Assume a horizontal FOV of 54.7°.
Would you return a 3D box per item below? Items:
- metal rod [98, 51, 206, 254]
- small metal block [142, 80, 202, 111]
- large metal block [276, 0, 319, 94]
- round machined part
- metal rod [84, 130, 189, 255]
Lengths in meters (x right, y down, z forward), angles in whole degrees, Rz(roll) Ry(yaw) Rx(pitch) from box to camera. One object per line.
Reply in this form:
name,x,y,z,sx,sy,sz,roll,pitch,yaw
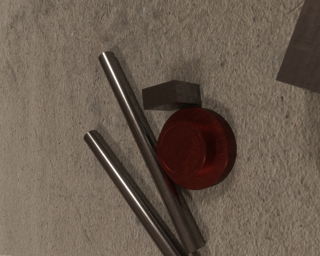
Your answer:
metal rod,-0.019,0.018,0.418,0.025,0.025,0.299,-40,66,33
small metal block,0.014,-0.038,0.375,0.050,0.050,0.025,-10,84,39
large metal block,0.145,-0.066,0.249,0.050,0.081,0.079,26,106,37
round machined part,0.035,0.024,0.363,0.098,0.042,0.097,0,90,39
metal rod,-0.023,0.111,0.421,0.300,0.025,0.025,49,119,28
